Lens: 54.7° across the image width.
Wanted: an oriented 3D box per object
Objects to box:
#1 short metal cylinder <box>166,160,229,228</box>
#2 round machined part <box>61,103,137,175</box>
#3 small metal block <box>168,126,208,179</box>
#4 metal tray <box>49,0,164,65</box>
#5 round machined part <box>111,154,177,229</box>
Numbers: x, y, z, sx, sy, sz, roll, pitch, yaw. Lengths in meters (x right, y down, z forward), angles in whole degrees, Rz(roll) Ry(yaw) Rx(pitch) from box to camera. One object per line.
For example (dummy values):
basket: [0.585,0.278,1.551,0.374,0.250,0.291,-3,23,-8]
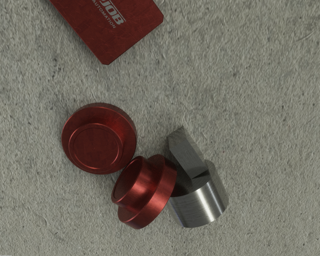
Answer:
short metal cylinder: [0.044,0.085,0.413,0.080,0.080,0.050,-23,109,8]
round machined part: [-0.080,0.019,0.407,0.099,0.042,0.097,0,110,-1]
small metal block: [0.036,0.031,0.408,0.025,0.050,0.050,-33,107,10]
metal tray: [-0.068,-0.150,0.351,0.090,0.030,0.130,-36,107,12]
round machined part: [-0.026,0.074,0.396,0.042,0.098,0.098,35,106,-18]
